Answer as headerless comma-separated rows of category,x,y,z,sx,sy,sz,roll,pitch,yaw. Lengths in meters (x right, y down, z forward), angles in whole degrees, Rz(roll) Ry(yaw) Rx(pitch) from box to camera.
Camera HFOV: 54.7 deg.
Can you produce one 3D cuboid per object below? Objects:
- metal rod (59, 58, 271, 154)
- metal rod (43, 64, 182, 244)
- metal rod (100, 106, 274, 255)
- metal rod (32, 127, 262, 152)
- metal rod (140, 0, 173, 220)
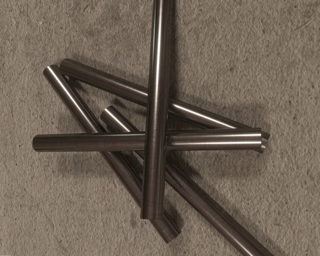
metal rod,-0.007,-0.036,0.410,0.301,0.025,0.025,23,97,18
metal rod,-0.073,0.028,0.433,0.025,0.025,0.300,-42,77,15
metal rod,0.033,0.076,0.396,0.300,0.025,0.025,42,103,14
metal rod,-0.030,0.017,0.390,0.301,0.025,0.025,-2,89,19
metal rod,-0.002,-0.047,0.369,0.025,0.025,0.299,-3,74,19
